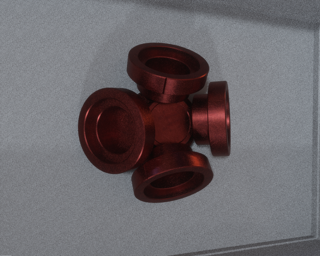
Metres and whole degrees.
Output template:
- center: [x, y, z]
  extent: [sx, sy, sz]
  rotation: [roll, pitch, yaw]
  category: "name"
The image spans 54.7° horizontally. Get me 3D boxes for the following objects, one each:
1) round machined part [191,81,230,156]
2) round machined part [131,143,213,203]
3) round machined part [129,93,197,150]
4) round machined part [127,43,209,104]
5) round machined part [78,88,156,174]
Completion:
- center: [0.068, -0.012, 0.407]
  extent: [0.042, 0.098, 0.097]
  rotation: [-2, 91, 16]
  category: "round machined part"
- center: [0.013, 0.054, 0.385]
  extent: [0.099, 0.097, 0.042]
  rotation: [-1, 55, -20]
  category: "round machined part"
- center: [0.005, -0.006, 0.402]
  extent: [0.099, 0.042, 0.097]
  rotation: [0, 90, -21]
  category: "round machined part"
- center: [0.008, -0.066, 0.384]
  extent: [0.099, 0.098, 0.042]
  rotation: [-4, 129, -20]
  category: "round machined part"
- center: [-0.046, 0.002, 0.364]
  extent: [0.042, 0.098, 0.097]
  rotation: [-10, 95, -58]
  category: "round machined part"
